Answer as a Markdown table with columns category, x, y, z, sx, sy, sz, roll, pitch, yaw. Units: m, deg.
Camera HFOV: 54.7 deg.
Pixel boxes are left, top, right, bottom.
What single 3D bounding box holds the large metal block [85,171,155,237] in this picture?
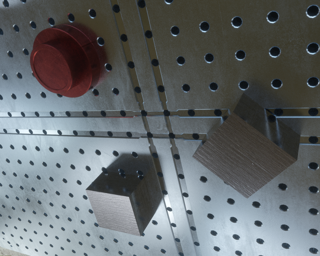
| category | x | y | z | sx | sy | sz | roll | pitch | yaw |
| --- | --- | --- | --- | --- | --- | --- | --- | --- | --- |
| large metal block | -0.063 | 0.121 | 0.503 | 0.080 | 0.050 | 0.080 | 3 | 120 | 27 |

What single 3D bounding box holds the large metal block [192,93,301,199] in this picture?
| category | x | y | z | sx | sy | sz | roll | pitch | yaw |
| --- | --- | --- | --- | --- | --- | --- | --- | --- | --- |
| large metal block | 0.098 | 0.021 | 0.356 | 0.080 | 0.050 | 0.080 | 38 | 129 | 2 |

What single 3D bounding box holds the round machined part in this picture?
| category | x | y | z | sx | sy | sz | roll | pitch | yaw |
| --- | --- | --- | --- | --- | --- | --- | --- | --- | --- |
| round machined part | -0.134 | -0.085 | 0.418 | 0.098 | 0.042 | 0.097 | 13 | 124 | 21 |
